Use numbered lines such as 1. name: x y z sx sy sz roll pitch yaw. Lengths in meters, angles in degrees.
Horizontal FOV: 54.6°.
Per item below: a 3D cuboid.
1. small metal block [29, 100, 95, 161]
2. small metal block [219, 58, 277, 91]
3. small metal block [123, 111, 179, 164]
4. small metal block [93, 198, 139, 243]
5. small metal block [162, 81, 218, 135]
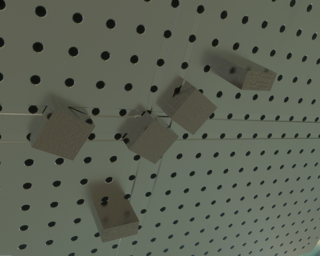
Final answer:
1. small metal block: -0.111 0.004 0.352 0.050 0.025 0.050 26 104 -37
2. small metal block: 0.116 -0.071 0.414 0.050 0.050 0.025 -1 119 -28
3. small metal block: -0.012 0.013 0.412 0.050 0.025 0.050 34 99 -39
4. small metal block: -0.063 0.129 0.440 0.050 0.050 0.025 -5 121 -26
5. small metal block: 0.040 -0.026 0.417 0.050 0.025 0.050 35 99 -39
